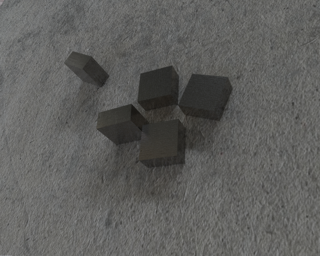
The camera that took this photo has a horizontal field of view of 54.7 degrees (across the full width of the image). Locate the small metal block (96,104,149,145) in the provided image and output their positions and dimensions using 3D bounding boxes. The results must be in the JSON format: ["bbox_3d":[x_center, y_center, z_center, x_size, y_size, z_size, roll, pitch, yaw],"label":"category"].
[{"bbox_3d":[-0.049,-0.003,0.415,0.050,0.050,0.025,-13,56,21],"label":"small metal block"}]

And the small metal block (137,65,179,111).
[{"bbox_3d":[-0.002,-0.056,0.439,0.050,0.025,0.050,-10,57,22],"label":"small metal block"}]

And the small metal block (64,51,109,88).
[{"bbox_3d":[-0.120,-0.097,0.510,0.050,0.050,0.025,22,74,36],"label":"small metal block"}]

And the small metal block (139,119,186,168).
[{"bbox_3d":[0.004,0.020,0.390,0.050,0.025,0.050,-10,57,23],"label":"small metal block"}]

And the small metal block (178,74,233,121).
[{"bbox_3d":[0.059,-0.040,0.398,0.050,0.025,0.050,12,68,33],"label":"small metal block"}]
